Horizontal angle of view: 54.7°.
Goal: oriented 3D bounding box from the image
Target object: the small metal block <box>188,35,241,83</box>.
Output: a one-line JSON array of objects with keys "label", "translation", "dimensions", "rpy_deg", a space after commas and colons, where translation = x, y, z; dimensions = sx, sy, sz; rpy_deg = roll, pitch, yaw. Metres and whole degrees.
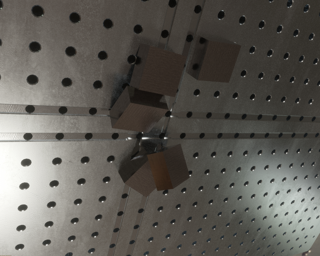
[{"label": "small metal block", "translation": [0.069, -0.087, 0.397], "dimensions": [0.050, 0.025, 0.050], "rpy_deg": [0, 119, -29]}]

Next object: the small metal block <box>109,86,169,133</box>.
[{"label": "small metal block", "translation": [-0.026, -0.021, 0.373], "dimensions": [0.050, 0.025, 0.050], "rpy_deg": [9, 141, -32]}]

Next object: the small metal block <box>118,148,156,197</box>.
[{"label": "small metal block", "translation": [-0.021, 0.064, 0.441], "dimensions": [0.050, 0.025, 0.050], "rpy_deg": [-45, 130, 3]}]

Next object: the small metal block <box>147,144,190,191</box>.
[{"label": "small metal block", "translation": [0.013, 0.053, 0.424], "dimensions": [0.050, 0.025, 0.050], "rpy_deg": [-17, 92, -58]}]

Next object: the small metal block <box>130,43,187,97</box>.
[{"label": "small metal block", "translation": [-0.002, -0.067, 0.365], "dimensions": [0.050, 0.025, 0.050], "rpy_deg": [8, 104, -32]}]
